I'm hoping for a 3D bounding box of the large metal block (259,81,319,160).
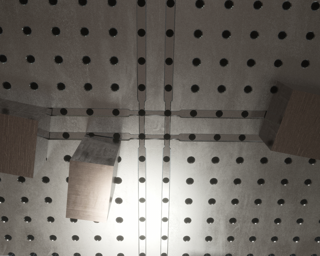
[{"bbox_3d":[0.186,-0.009,0.399,0.081,0.050,0.079,11,110,-5],"label":"large metal block"}]

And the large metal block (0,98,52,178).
[{"bbox_3d":[-0.193,0.011,0.402,0.081,0.050,0.079,11,110,-5],"label":"large metal block"}]

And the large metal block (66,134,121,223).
[{"bbox_3d":[-0.085,0.063,0.406,0.050,0.080,0.079,9,110,-4],"label":"large metal block"}]
